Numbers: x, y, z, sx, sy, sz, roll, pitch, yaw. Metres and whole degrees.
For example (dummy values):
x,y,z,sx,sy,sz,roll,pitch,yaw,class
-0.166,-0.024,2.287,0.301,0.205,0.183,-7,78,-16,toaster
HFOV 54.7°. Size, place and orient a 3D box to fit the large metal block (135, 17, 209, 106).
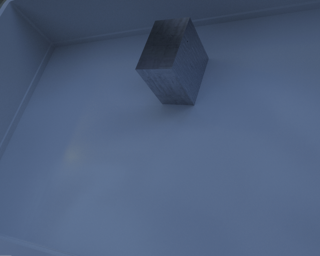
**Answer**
x,y,z,sx,sy,sz,roll,pitch,yaw,class
0.020,-0.086,0.411,0.050,0.080,0.080,5,64,30,large metal block
